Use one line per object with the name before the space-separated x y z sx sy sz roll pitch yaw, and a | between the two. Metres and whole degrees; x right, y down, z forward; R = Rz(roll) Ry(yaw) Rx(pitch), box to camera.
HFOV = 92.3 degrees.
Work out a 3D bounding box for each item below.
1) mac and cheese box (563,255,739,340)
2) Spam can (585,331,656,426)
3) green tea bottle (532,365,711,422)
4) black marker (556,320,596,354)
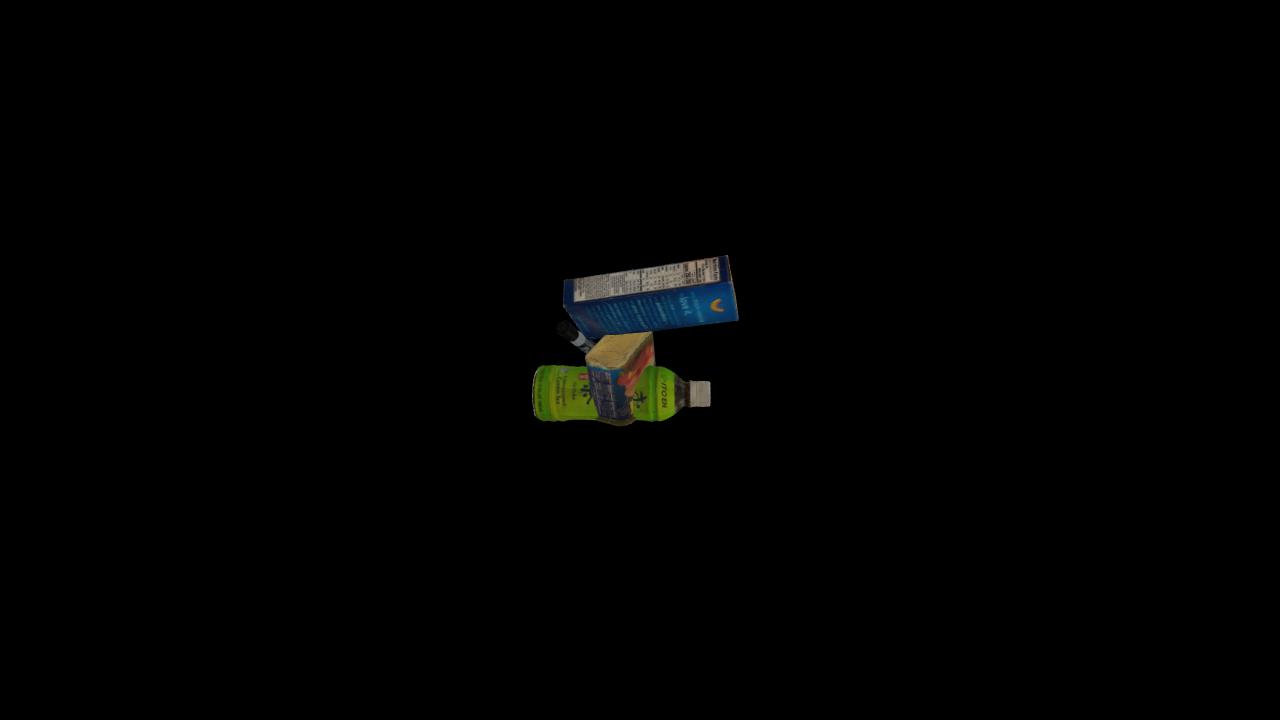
mac and cheese box | 0.014 -0.067 0.694 0.184 0.041 0.093 -7 -25 11
Spam can | -0.020 0.014 0.737 0.058 0.085 0.101 11 37 25
green tea bottle | -0.021 0.041 0.747 0.212 0.073 0.073 1 0 5
black marker | -0.065 -0.017 0.754 0.020 0.020 0.121 0 -22 29
